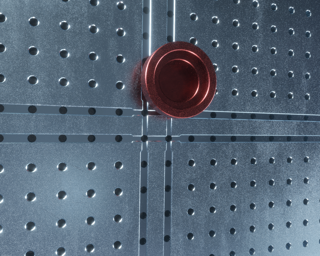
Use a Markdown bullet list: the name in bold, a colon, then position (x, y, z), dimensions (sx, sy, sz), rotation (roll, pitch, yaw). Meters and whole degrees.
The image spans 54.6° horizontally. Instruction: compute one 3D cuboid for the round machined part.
- **round machined part**: position (0.022, -0.061, 0.411), dimensions (0.099, 0.042, 0.097), rotation (0, 90, -20)
